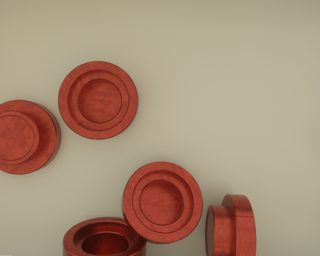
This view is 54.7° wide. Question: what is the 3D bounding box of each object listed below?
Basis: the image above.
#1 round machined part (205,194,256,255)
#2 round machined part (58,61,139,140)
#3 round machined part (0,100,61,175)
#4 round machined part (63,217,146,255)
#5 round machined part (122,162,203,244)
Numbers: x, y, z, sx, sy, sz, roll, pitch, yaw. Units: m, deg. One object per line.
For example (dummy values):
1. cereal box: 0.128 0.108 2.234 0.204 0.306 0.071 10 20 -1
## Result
1. round machined part: 0.081 0.130 0.376 0.042 0.098 0.097 4 90 0
2. round machined part: -0.077 -0.034 0.402 0.099 0.042 0.097 0 90 -1
3. round machined part: -0.183 0.012 0.401 0.099 0.042 0.097 0 90 -1
4. round machined part: -0.066 0.151 0.375 0.099 0.098 0.042 4 101 -1
5. round machined part: 0.001 0.095 0.390 0.099 0.042 0.098 5 65 -11
